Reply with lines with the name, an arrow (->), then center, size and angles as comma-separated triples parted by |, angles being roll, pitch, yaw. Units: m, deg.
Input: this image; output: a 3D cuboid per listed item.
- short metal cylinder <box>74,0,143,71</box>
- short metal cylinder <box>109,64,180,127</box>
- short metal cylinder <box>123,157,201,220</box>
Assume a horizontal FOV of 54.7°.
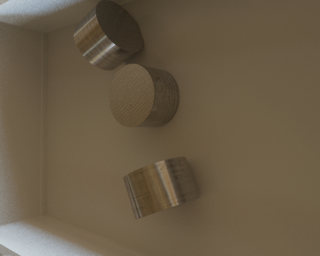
short metal cylinder -> -0.070, -0.127, 0.429 | 0.050, 0.081, 0.080 | -28, 73, 37
short metal cylinder -> -0.021, -0.041, 0.408 | 0.080, 0.050, 0.080 | 0, 90, 40
short metal cylinder -> 0.002, 0.072, 0.370 | 0.080, 0.081, 0.050 | -30, 71, 36
